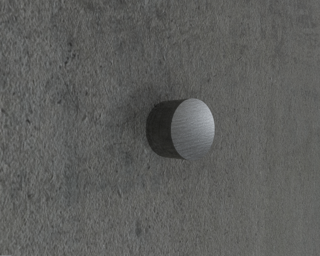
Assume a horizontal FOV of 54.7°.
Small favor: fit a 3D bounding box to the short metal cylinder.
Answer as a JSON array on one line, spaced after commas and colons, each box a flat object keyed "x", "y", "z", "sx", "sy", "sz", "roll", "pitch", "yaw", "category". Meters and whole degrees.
[{"x": 0.028, "y": 0.002, "z": 0.415, "sx": 0.081, "sy": 0.050, "sz": 0.079, "roll": 0, "pitch": 90, "yaw": -40, "category": "short metal cylinder"}]
